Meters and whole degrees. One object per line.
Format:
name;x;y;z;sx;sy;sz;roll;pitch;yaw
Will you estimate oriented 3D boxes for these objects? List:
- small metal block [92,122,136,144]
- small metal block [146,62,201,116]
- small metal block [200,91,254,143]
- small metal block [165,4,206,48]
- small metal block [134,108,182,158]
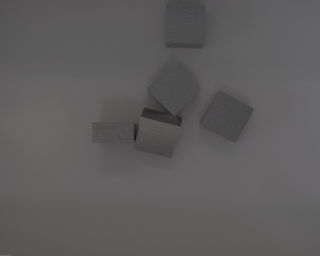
small metal block;-0.057;0.006;0.398;0.050;0.050;0.025;1;90;0
small metal block;0.018;-0.050;0.411;0.050;0.025;0.050;44;90;0
small metal block;0.088;-0.015;0.412;0.050;0.025;0.050;29;90;0
small metal block;0.033;-0.134;0.411;0.050;0.025;0.050;1;90;0
small metal block;-0.003;0.007;0.400;0.050;0.025;0.050;14;121;-1
